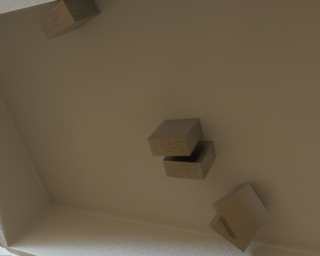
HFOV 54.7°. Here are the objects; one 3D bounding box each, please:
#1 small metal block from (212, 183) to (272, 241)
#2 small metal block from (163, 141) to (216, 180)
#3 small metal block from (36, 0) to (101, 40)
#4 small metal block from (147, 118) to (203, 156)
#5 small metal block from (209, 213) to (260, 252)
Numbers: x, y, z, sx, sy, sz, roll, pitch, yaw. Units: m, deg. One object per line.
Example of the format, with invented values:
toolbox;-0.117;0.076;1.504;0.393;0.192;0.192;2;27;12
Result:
small metal block;0.103;0.106;0.393;0.050;0.050;0.025;58;170;8
small metal block;0.039;0.039;0.397;0.050;0.050;0.025;1;119;28
small metal block;-0.107;-0.132;0.368;0.050;0.050;0.025;-17;109;35
small metal block;0.020;0.011;0.389;0.050;0.050;0.025;-4;117;30
small metal block;0.102;0.127;0.415;0.050;0.050;0.025;36;171;4
